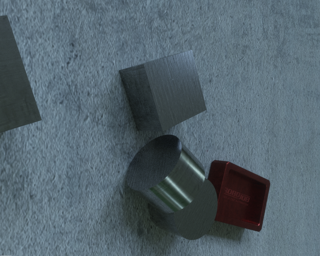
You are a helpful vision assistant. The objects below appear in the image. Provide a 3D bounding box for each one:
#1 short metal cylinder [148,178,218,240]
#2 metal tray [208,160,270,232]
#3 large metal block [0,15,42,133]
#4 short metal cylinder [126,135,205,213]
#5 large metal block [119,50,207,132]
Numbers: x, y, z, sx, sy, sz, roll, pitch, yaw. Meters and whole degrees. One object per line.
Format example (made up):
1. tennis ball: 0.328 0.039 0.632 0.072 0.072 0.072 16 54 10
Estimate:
1. short metal cylinder: 0.032 0.102 0.415 0.081 0.050 0.080 0 90 -40
2. metal tray: 0.127 0.113 0.507 0.131 0.030 0.090 25 74 -37
3. large metal block: -0.145 -0.036 0.247 0.050 0.080 0.080 -23 105 -38
4. short metal cylinder: 0.007 0.055 0.375 0.050 0.080 0.080 48 62 -30
5. large metal block: 0.006 -0.047 0.393 0.081 0.050 0.080 -26 107 -37
